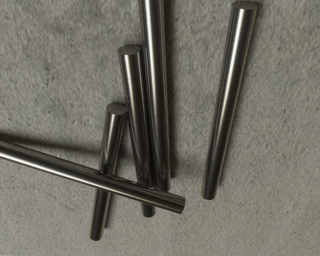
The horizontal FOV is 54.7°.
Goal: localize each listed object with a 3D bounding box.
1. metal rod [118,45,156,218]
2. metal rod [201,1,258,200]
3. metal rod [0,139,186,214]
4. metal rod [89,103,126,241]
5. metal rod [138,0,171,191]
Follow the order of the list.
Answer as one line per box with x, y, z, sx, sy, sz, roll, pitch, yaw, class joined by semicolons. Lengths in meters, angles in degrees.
-0.026;0.029;0.431;0.025;0.025;0.298;-2;130;1;metal rod
0.081;-0.008;0.401;0.025;0.025;0.298;0;130;-1;metal rod
-0.110;0.064;0.432;0.302;0.025;0.025;18;128;-5;metal rod
-0.086;0.087;0.479;0.025;0.025;0.298;9;130;-8;metal rod
-0.002;-0.022;0.388;0.025;0.025;0.298;-2;130;1;metal rod
